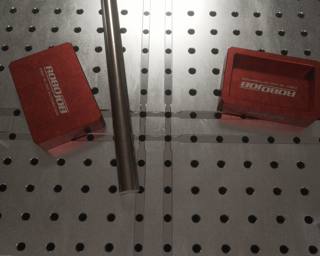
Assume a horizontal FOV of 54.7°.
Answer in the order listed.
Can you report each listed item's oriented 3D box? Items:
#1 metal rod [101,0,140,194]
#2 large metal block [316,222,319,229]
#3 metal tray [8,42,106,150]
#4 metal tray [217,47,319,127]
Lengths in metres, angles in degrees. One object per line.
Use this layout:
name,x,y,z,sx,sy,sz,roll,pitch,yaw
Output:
metal rod,-0.059,-0.060,0.432,0.025,0.025,0.299,-8,70,-3
large metal block,0.247,0.131,0.354,0.080,0.050,0.080,-22,72,-8
metal tray,-0.141,-0.046,0.424,0.091,0.030,0.130,-23,72,-9
metal tray,0.152,-0.058,0.432,0.131,0.030,0.090,10,70,3
